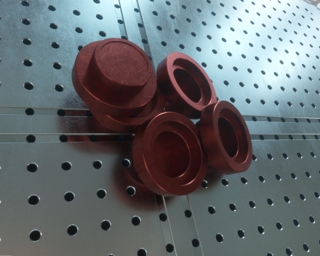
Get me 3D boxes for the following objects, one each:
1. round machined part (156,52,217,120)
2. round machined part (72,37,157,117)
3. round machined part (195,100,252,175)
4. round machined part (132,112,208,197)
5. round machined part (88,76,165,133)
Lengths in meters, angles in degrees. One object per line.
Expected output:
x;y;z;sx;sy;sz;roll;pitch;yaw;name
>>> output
0.032;-0.055;0.438;0.098;0.042;0.098;27;47;-32;round machined part
-0.048;-0.065;0.358;0.099;0.042;0.098;14;56;-21;round machined part
0.082;0.015;0.419;0.098;0.042;0.098;24;56;-42;round machined part
0.008;0.033;0.372;0.099;0.042;0.098;13;68;-35;round machined part
-0.047;-0.036;0.394;0.099;0.042;0.098;14;56;-21;round machined part
